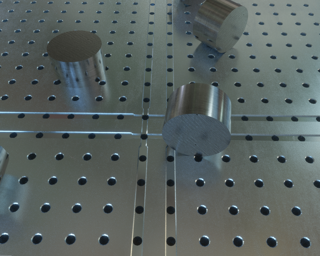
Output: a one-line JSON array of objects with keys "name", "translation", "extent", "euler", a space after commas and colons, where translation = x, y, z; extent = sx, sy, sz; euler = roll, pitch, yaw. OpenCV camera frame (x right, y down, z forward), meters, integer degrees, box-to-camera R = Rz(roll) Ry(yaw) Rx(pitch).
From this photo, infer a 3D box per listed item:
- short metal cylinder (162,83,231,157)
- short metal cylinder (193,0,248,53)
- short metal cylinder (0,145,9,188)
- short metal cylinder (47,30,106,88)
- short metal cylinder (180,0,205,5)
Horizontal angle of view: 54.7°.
[{"name": "short metal cylinder", "translation": [0.046, -0.008, 0.379], "extent": [0.080, 0.080, 0.050], "euler": [7, 51, 6]}, {"name": "short metal cylinder", "translation": [0.101, -0.174, 0.518], "extent": [0.080, 0.080, 0.050], "euler": [-35, 59, -26]}, {"name": "short metal cylinder", "translation": [-0.211, 0.047, 0.330], "extent": [0.081, 0.080, 0.050], "euler": [-2, 50, -2]}, {"name": "short metal cylinder", "translation": [-0.127, -0.107, 0.480], "extent": [0.081, 0.050, 0.080], "euler": [0, 50, 0]}, {"name": "short metal cylinder", "translation": [0.065, -0.296, 0.621], "extent": [0.081, 0.080, 0.050], "euler": [-8, 51, -7]}]
